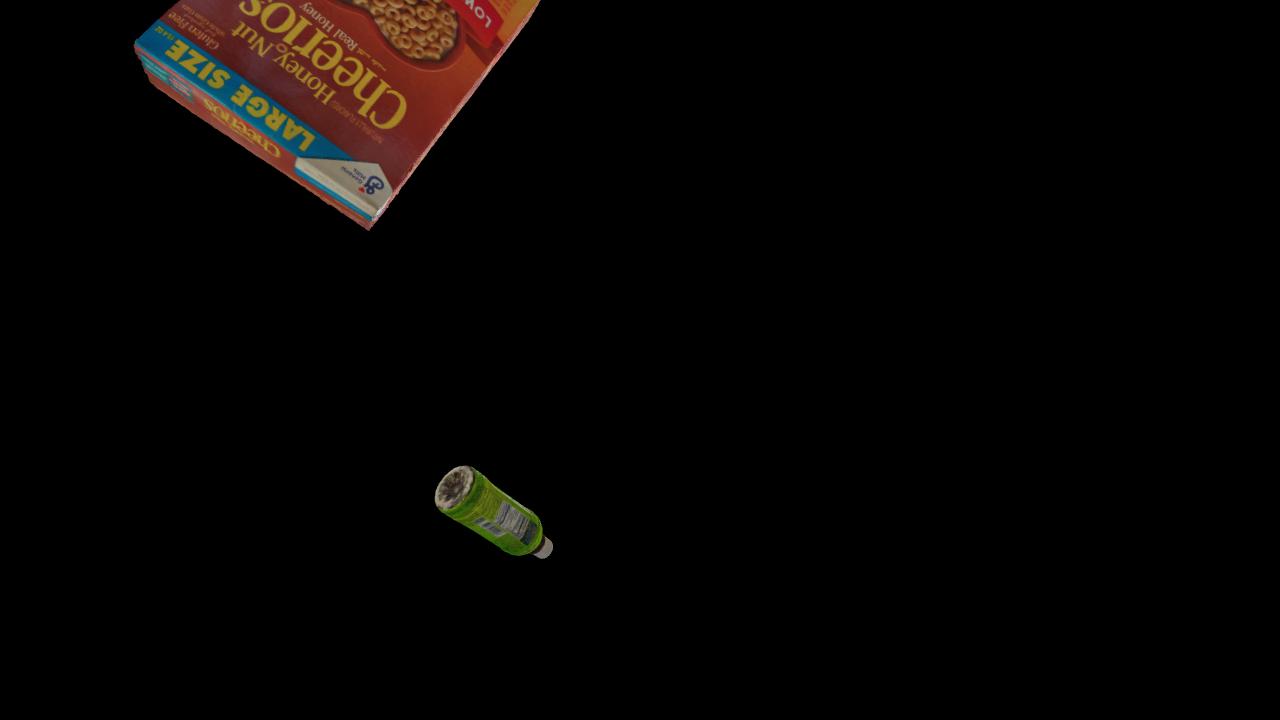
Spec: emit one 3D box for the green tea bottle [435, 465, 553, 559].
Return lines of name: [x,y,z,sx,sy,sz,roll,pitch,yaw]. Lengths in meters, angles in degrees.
green tea bottle: [-0.195,0.229,0.873,0.073,0.073,0.212,0,-38,37]

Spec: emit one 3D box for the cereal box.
cereal box: [-0.252,-0.302,0.570,0.203,0.306,0.081,36,-22,-22]
